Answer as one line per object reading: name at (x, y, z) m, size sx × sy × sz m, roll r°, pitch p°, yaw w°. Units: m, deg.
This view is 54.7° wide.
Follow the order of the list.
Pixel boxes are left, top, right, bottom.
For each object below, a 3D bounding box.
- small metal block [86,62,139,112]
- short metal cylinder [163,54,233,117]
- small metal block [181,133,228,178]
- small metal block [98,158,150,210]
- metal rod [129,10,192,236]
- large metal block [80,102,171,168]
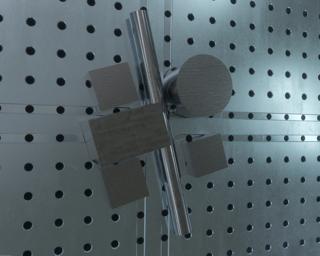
small metal block at (-0.060, -0.051, 0.391) m, size 0.050 × 0.025 × 0.050 m, roll -19°, pitch 97°, yaw -19°
short metal cylinder at (0.049, -0.055, 0.418) m, size 0.081 × 0.050 × 0.079 m, roll 0°, pitch 90°, yaw -21°
small metal block at (0.063, 0.037, 0.437) m, size 0.050 × 0.025 × 0.050 m, roll -16°, pitch 96°, yaw -20°
small metal block at (-0.047, 0.069, 0.396) m, size 0.050 × 0.025 × 0.050 m, roll -17°, pitch 96°, yaw -20°
metal rod at (0.002, -0.004, 0.414) m, size 0.025 × 0.025 × 0.298 m, roll -13°, pitch 95°, yaw -20°
large metal block at (-0.044, 0.006, 0.366) m, size 0.081 × 0.080 × 0.050 m, roll -16°, pitch 96°, yaw -20°
